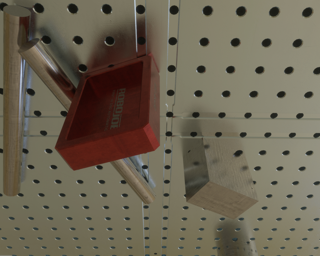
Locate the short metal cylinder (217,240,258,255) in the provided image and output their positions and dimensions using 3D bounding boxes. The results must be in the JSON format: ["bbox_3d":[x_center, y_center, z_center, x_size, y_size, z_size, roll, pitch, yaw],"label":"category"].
[{"bbox_3d":[0.160,0.270,0.627,0.081,0.050,0.079,0,130,0],"label":"short metal cylinder"}]

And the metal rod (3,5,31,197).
[{"bbox_3d":[-0.189,-0.009,0.401,0.025,0.025,0.298,14,129,-12],"label":"metal rod"}]

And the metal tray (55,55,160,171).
[{"bbox_3d":[-0.048,-0.022,0.324,0.090,0.130,0.030,-15,129,12],"label":"metal tray"}]

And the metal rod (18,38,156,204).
[{"bbox_3d":[-0.076,0.015,0.412,0.025,0.025,0.299,-18,131,14],"label":"metal rod"}]

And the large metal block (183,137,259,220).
[{"bbox_3d":[0.082,0.071,0.437,0.080,0.080,0.050,25,126,-20],"label":"large metal block"}]
